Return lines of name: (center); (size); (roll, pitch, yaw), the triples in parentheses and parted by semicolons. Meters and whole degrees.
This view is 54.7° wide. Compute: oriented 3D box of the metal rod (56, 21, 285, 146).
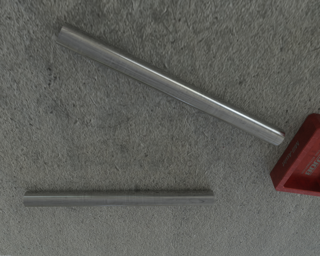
metal rod: (0.028, -0.043, 0.370); (0.302, 0.025, 0.025); (23, 126, -19)

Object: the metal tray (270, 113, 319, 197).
metal tray: (0.228, 0.044, 0.443); (0.091, 0.030, 0.129); (9, 130, -8)

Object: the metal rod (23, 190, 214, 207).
metal rod: (-0.065, 0.114, 0.503); (0.302, 0.025, 0.025); (0, 130, 0)
